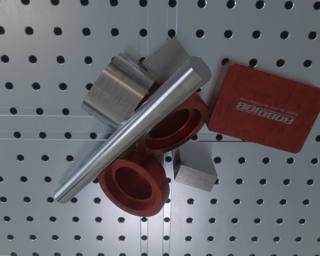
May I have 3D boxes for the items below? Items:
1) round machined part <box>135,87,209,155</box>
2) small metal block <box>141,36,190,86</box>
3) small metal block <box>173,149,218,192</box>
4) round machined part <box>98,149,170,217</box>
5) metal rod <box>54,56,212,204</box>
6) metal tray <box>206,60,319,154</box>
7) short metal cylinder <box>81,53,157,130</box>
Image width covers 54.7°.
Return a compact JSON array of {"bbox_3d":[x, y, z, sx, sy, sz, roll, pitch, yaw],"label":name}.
[{"bbox_3d":[0.007,-0.012,0.382,0.099,0.042,0.098,-24,150,-14],"label":"round machined part"},{"bbox_3d":[0.013,-0.079,0.384,0.050,0.025,0.050,-36,106,12],"label":"small metal block"},{"bbox_3d":[0.046,0.057,0.421,0.050,0.050,0.025,19,109,-7],"label":"small metal block"},{"bbox_3d":[-0.031,0.068,0.415,0.098,0.042,0.097,15,126,21],"label":"round machined part"},{"bbox_3d":[-0.054,0.024,0.355,0.025,0.025,0.299,39,131,-13],"label":"metal rod"},{"bbox_3d":[0.134,-0.026,0.402,0.131,0.030,0.089,15,109,-6],"label":"metal tray"},{"bbox_3d":[-0.048,-0.041,0.366,0.050,0.080,0.080,36,106,-7],"label":"short metal cylinder"}]
